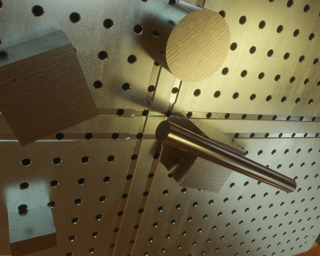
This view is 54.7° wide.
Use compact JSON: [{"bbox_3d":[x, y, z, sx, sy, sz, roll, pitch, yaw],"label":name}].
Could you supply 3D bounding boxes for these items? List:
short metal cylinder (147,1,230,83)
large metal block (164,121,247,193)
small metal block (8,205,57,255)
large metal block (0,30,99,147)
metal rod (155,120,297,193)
[{"bbox_3d":[0.032,-0.098,0.353,0.081,0.050,0.079,-14,125,-21],"label":"short metal cylinder"},{"bbox_3d":[0.067,0.045,0.461,0.081,0.050,0.080,18,109,-36],"label":"large metal block"},{"bbox_3d":[-0.160,0.127,0.387,0.050,0.050,0.025,-7,122,-25],"label":"small metal block"},{"bbox_3d":[-0.117,-0.041,0.307,0.081,0.050,0.080,-24,128,-14],"label":"large metal block"},{"bbox_3d":[0.113,0.051,0.442,0.302,0.025,0.025,24,106,-37],"label":"metal rod"}]
